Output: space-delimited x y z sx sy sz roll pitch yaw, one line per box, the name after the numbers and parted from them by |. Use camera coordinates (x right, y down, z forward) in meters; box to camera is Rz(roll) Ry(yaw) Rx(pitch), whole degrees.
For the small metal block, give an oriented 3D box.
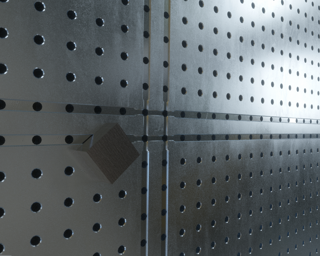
-0.059 0.029 0.361 0.050 0.025 0.050 -47 118 -30 | small metal block
